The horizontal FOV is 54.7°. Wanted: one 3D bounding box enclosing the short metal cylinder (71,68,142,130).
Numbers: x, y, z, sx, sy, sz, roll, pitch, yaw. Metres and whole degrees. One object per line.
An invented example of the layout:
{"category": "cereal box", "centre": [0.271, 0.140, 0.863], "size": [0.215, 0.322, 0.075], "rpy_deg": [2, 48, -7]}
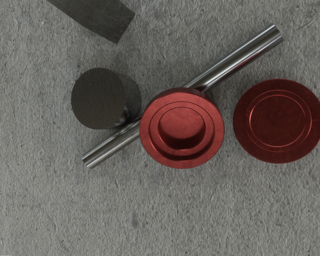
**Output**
{"category": "short metal cylinder", "centre": [-0.072, -0.038, 0.421], "size": [0.080, 0.050, 0.080], "rpy_deg": [0, 90, 20]}

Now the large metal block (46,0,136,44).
{"category": "large metal block", "centre": [-0.092, -0.163, 0.412], "size": [0.080, 0.080, 0.050], "rpy_deg": [38, 102, 16]}

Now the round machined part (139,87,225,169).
{"category": "round machined part", "centre": [0.027, -0.003, 0.377], "size": [0.099, 0.042, 0.097], "rpy_deg": [1, 113, 3]}

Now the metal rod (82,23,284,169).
{"category": "metal rod", "centre": [0.017, -0.032, 0.402], "size": [0.300, 0.025, 0.025], "rpy_deg": [-34, 79, 16]}

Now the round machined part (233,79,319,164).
{"category": "round machined part", "centre": [0.133, -0.008, 0.353], "size": [0.098, 0.042, 0.097], "rpy_deg": [0, 90, 20]}
